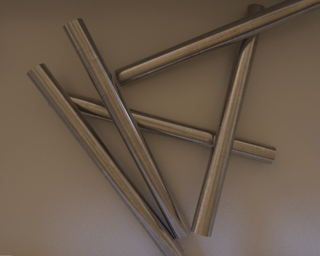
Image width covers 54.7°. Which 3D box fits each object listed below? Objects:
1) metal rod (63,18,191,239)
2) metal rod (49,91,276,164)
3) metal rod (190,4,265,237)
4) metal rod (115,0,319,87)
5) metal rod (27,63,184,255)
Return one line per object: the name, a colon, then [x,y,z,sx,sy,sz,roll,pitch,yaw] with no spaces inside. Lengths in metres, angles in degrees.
metal rod: [-0.036,0.008,0.388,0.025,0.025,0.299,-27,99,0]
metal rod: [0.003,-0.002,0.411,0.302,0.025,0.025,15,90,-1]
metal rod: [0.089,-0.016,0.391,0.025,0.025,0.299,16,81,-1]
metal rod: [0.085,-0.117,0.387,0.301,0.025,0.025,-20,90,9]
metal rod: [-0.065,0.049,0.395,0.025,0.025,0.299,-36,97,0]
